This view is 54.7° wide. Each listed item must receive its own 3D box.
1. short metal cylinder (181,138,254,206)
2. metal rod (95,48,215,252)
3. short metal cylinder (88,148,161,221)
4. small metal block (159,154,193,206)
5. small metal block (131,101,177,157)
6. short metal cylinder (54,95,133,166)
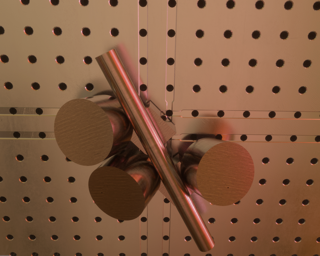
[{"bbox_3d":[0.074,0.055,0.403,0.081,0.050,0.079,-2,95,-18],"label":"short metal cylinder"},{"bbox_3d":[0.002,0.041,0.397,0.025,0.025,0.299,-24,108,8],"label":"metal rod"},{"bbox_3d":[-0.046,0.073,0.408,0.080,0.050,0.079,9,116,20],"label":"short metal cylinder"},{"bbox_3d":[0.023,0.073,0.437,0.050,0.025,0.050,-38,106,13],"label":"small metal block"},{"bbox_3d":[-0.014,0.001,0.410,0.050,0.025,0.050,-41,105,13],"label":"small metal block"},{"bbox_3d":[-0.081,0.001,0.381,0.080,0.050,0.079,4,102,20],"label":"short metal cylinder"}]
